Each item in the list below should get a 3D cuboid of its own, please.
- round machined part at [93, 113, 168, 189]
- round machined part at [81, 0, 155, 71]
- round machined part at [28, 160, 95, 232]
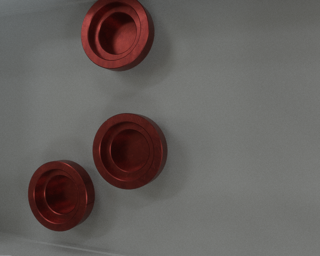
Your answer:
[{"bbox_3d":[-0.036,0.029,0.413,0.098,0.042,0.097,0,90,19],"label":"round machined part"},{"bbox_3d":[-0.053,-0.125,0.419,0.098,0.042,0.097,0,90,19],"label":"round machined part"},{"bbox_3d":[-0.136,0.094,0.448,0.098,0.042,0.097,0,90,19],"label":"round machined part"}]
